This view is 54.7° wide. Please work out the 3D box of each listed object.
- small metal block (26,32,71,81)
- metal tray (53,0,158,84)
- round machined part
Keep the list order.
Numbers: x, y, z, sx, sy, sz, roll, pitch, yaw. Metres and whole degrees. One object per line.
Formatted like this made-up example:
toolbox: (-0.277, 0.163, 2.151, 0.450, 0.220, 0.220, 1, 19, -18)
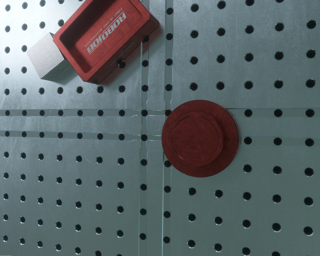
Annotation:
small metal block: (-0.166, -0.107, 0.470, 0.050, 0.025, 0.050, -34, 80, 16)
metal tray: (-0.079, -0.137, 0.436, 0.130, 0.030, 0.090, -41, 78, 15)
round machined part: (0.048, 0.013, 0.386, 0.098, 0.042, 0.097, 0, 90, 19)
